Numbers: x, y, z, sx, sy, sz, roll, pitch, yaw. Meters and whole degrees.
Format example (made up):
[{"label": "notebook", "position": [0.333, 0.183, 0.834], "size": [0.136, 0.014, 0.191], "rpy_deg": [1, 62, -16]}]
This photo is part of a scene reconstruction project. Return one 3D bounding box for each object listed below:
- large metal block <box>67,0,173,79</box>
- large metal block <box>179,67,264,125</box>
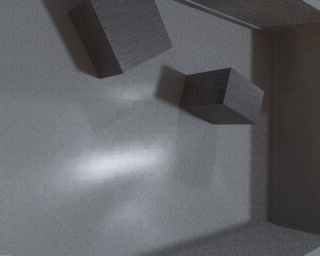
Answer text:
[{"label": "large metal block", "position": [-0.043, -0.112, 0.354], "size": [0.080, 0.050, 0.080], "rpy_deg": [-37, 113, -34]}, {"label": "large metal block", "position": [0.088, -0.041, 0.444], "size": [0.080, 0.080, 0.050], "rpy_deg": [24, 75, -38]}]
